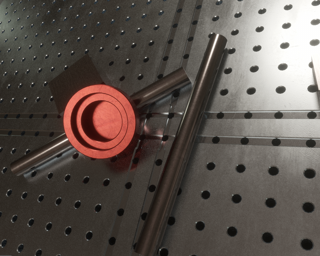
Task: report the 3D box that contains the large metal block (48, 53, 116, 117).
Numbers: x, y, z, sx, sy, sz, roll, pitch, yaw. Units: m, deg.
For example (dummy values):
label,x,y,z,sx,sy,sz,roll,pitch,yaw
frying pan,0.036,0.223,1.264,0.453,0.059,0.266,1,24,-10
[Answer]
label,x,y,z,sx,sy,sz,roll,pitch,yaw
large metal block,-0.120,-0.057,0.488,0.080,0.050,0.080,-36,51,4

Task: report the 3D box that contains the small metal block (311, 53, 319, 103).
label,x,y,z,sx,sy,sz,roll,pitch,yaw
small metal block,0.199,-0.059,0.341,0.050,0.025,0.050,-9,58,23

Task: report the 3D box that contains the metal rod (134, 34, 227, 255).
label,x,y,z,sx,sy,sz,roll,pitch,yaw
metal rod,0.034,0.006,0.385,0.025,0.025,0.300,7,65,31

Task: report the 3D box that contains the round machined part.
label,x,y,z,sx,sy,sz,roll,pitch,yaw
round machined part,-0.076,-0.010,0.421,0.099,0.042,0.097,1,96,8

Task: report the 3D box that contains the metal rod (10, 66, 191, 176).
label,x,y,z,sx,sy,sz,roll,pitch,yaw
metal rod,-0.093,-0.006,0.458,0.301,0.025,0.025,-28,52,10
